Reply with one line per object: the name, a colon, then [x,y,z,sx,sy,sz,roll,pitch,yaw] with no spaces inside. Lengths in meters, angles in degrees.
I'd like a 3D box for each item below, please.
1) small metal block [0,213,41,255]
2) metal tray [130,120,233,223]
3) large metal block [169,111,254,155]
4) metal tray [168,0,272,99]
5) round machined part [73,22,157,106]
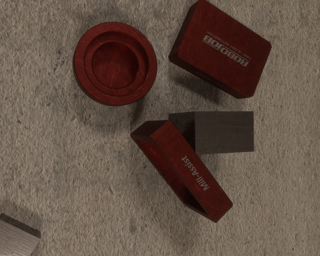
small metal block: [-0.171,0.132,0.346,0.050,0.025,0.050,35,79,-17]
metal tray: [0.023,0.050,0.384,0.030,0.090,0.130,-41,103,-16]
large metal block: [0.064,0.005,0.405,0.081,0.080,0.050,-1,91,-20]
metal tray: [0.088,-0.108,0.440,0.131,0.030,0.090,25,82,-19]
round machined part: [-0.056,-0.075,0.380,0.099,0.042,0.097,0,90,-21]
